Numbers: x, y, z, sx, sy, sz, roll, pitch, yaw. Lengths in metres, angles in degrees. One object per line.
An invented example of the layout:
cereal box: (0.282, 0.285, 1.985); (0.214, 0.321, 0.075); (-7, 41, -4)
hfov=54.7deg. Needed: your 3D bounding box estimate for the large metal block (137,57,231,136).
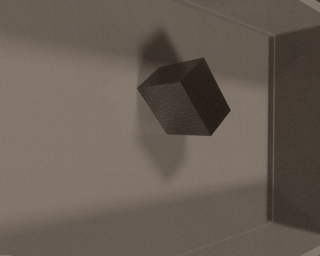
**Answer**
large metal block: (0.031, -0.037, 0.398); (0.050, 0.080, 0.080); (-48, 119, -29)
